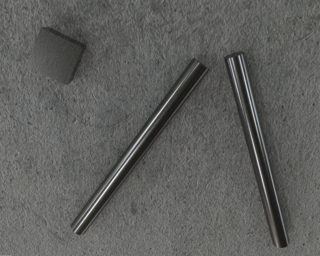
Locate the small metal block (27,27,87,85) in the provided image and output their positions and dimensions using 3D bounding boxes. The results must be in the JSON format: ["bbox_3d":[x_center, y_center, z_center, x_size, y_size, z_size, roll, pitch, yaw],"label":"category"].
[{"bbox_3d":[-0.124,-0.087,0.376,0.050,0.025,0.050,25,108,-9],"label":"small metal block"}]

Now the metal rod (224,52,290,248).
[{"bbox_3d":[0.139,0.043,0.427,0.025,0.025,0.298,-18,109,6],"label":"metal rod"}]

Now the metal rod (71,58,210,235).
[{"bbox_3d":[-0.035,0.035,0.422,0.025,0.025,0.299,34,106,-12],"label":"metal rod"}]
